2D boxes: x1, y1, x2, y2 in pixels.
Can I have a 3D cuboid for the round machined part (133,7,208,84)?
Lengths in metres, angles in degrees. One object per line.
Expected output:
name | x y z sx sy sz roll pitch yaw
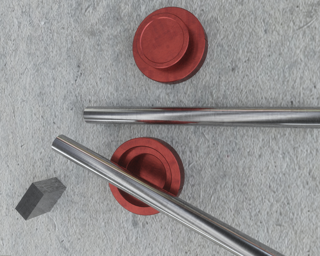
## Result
round machined part | 0.009 -0.107 0.397 0.098 0.042 0.097 0 90 20

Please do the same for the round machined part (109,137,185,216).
round machined part | -0.015 0.060 0.405 0.098 0.042 0.097 0 90 20

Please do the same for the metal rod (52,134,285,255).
metal rod | -0.005 0.082 0.366 0.301 0.025 0.025 26 99 17

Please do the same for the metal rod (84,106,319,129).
metal rod | 0.039 -0.015 0.395 0.301 0.025 0.025 1 91 19

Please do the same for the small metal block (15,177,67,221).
small metal block | -0.175 0.103 0.457 0.025 0.050 0.050 40 103 15
